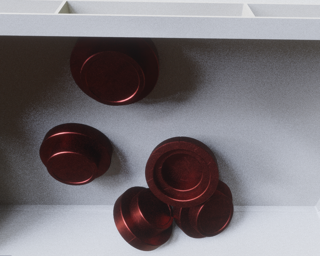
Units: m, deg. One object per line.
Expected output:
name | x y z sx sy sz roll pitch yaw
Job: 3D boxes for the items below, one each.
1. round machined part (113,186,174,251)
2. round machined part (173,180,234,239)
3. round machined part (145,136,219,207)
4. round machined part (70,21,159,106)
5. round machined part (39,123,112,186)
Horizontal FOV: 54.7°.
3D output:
round machined part | -0.018 0.131 0.473 0.098 0.098 0.042 30 124 -23
round machined part | 0.073 0.126 0.474 0.099 0.042 0.097 -8 107 -26
round machined part | 0.032 0.057 0.432 0.098 0.042 0.097 3 108 8
round machined part | -0.050 -0.063 0.343 0.099 0.042 0.097 0 130 0
round machined part | -0.118 0.043 0.434 0.099 0.042 0.097 0 130 0
